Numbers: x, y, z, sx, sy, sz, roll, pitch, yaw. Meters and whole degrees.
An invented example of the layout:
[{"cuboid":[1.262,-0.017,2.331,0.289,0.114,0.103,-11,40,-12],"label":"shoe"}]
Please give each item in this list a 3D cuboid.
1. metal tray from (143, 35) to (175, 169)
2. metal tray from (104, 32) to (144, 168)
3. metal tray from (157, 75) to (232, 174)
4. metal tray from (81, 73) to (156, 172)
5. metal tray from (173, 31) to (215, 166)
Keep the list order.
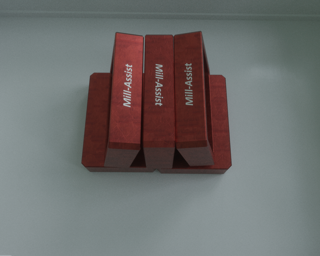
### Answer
[{"cuboid":[-0.001,-0.027,0.350,0.030,0.090,0.130,0,68,0],"label":"metal tray"},{"cuboid":[-0.042,-0.028,0.348,0.030,0.090,0.130,5,70,-12],"label":"metal tray"},{"cuboid":[0.042,-0.007,0.408,0.091,0.030,0.130,1,70,0],"label":"metal tray"},{"cuboid":[-0.049,-0.009,0.407,0.091,0.030,0.130,1,70,0],"label":"metal tray"},{"cuboid":[0.040,-0.029,0.350,0.030,0.090,0.130,-5,70,14],"label":"metal tray"}]
